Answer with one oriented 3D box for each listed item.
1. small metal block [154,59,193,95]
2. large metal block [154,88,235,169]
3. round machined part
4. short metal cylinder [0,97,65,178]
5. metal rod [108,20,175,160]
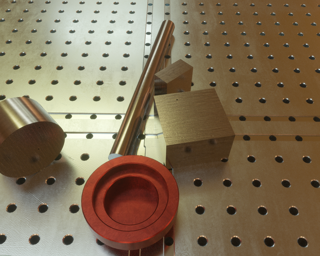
[{"bbox_3d":[0.019,-0.063,0.445,0.050,0.050,0.025,-35,59,-26],"label":"small metal block"},{"bbox_3d":[0.039,-0.001,0.392,0.081,0.050,0.080,-8,51,-7],"label":"large metal block"},{"bbox_3d":[-0.030,0.080,0.329,0.099,0.042,0.098,0,50,0],"label":"round machined part"},{"bbox_3d":[-0.160,0.011,0.361,0.080,0.080,0.050,-34,58,-26],"label":"short metal cylinder"},{"bbox_3d":[-0.018,-0.074,0.469,0.025,0.025,0.300,10,51,8],"label":"metal rod"}]
